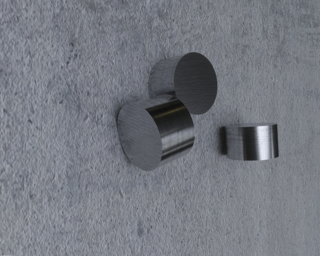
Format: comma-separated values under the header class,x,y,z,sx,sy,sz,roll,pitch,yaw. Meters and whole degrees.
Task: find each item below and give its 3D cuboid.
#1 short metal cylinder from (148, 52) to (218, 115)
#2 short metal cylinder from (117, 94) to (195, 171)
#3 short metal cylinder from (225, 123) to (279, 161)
class,x,y,z,sx,sy,sz,roll,pitch,yaw
short metal cylinder,0.031,-0.057,0.414,0.081,0.050,0.080,0,90,-40
short metal cylinder,-0.006,0.004,0.364,0.050,0.080,0.080,-20,103,-38
short metal cylinder,0.144,0.020,0.490,0.081,0.080,0.050,-7,95,-40
